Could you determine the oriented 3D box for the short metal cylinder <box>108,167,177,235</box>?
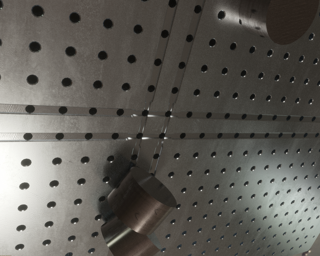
[{"bbox_3d":[-0.024,0.098,0.425,0.080,0.080,0.050,33,100,-39],"label":"short metal cylinder"}]

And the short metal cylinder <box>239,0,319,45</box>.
[{"bbox_3d":[0.147,-0.150,0.385,0.081,0.050,0.079,-14,125,-21],"label":"short metal cylinder"}]

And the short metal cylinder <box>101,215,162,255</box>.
[{"bbox_3d":[-0.042,0.159,0.453,0.050,0.080,0.080,-37,130,-4],"label":"short metal cylinder"}]
